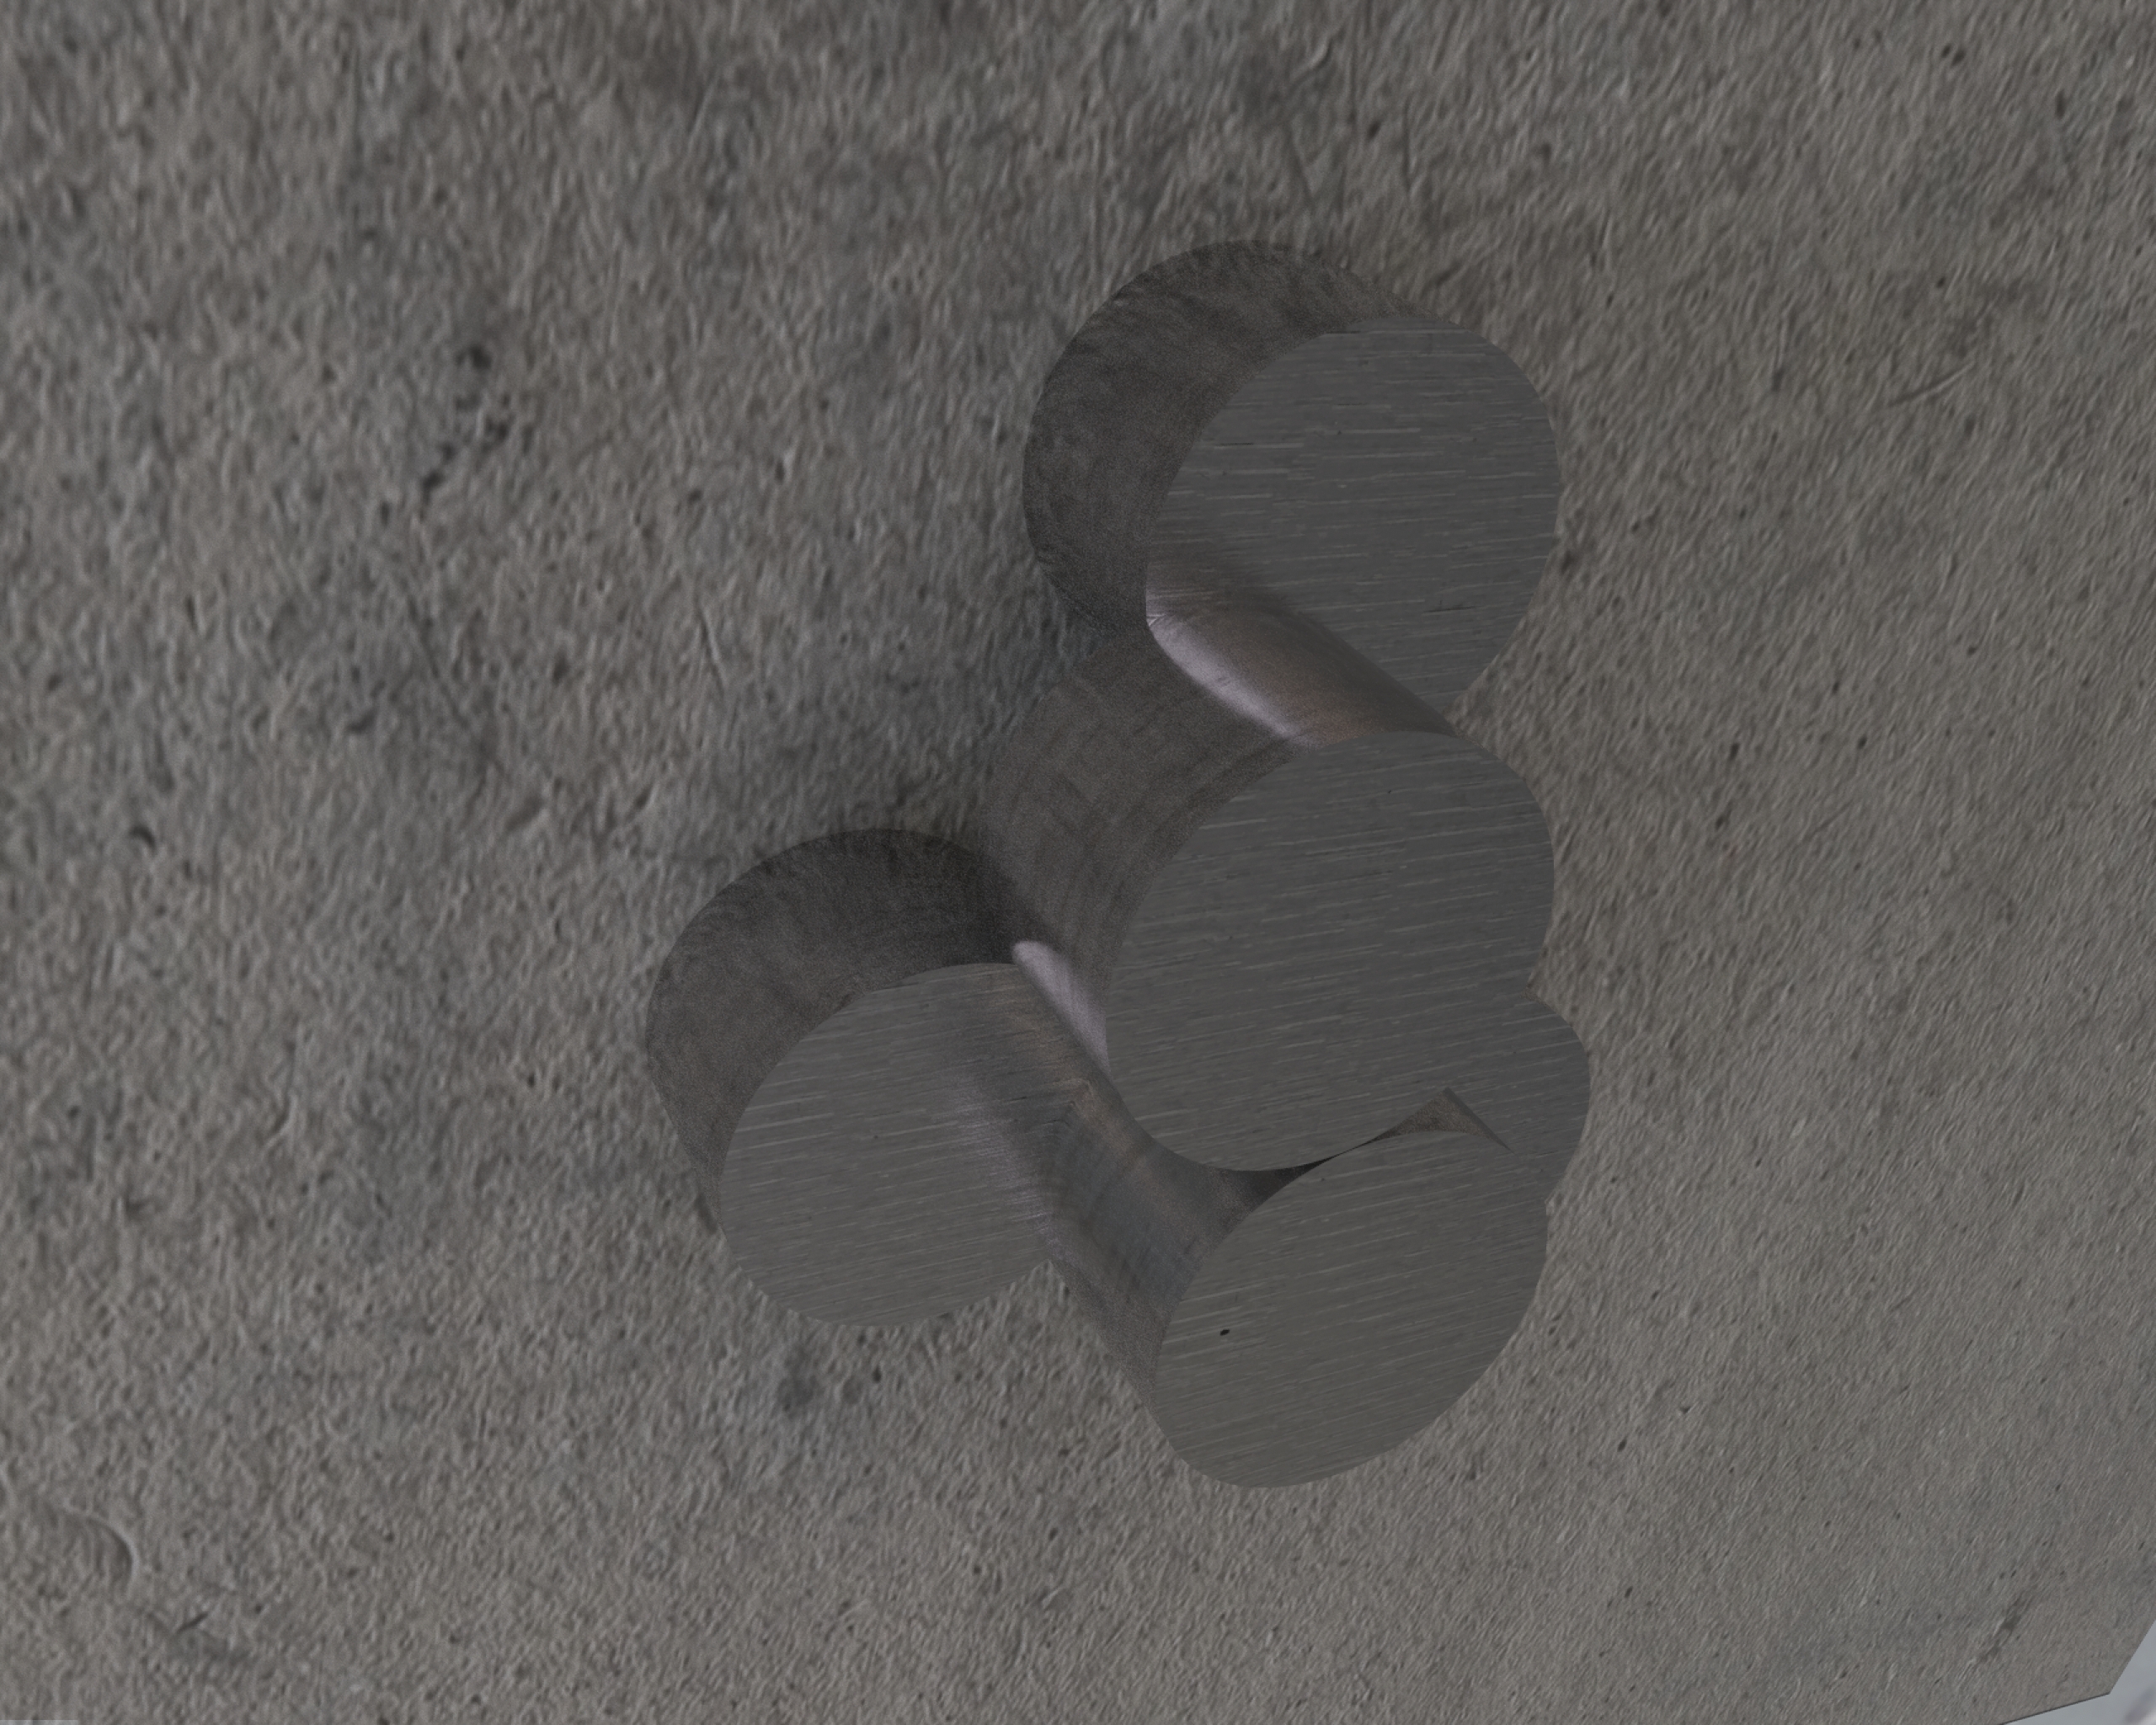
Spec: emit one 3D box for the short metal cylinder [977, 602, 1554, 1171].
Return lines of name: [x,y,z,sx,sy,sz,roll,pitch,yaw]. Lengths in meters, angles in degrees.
short metal cylinder: [0.030,0.004,0.344,0.081,0.050,0.079,-14,124,-21]

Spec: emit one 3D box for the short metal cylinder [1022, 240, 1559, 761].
short metal cylinder: [0.037,-0.064,0.371,0.081,0.050,0.079,-14,124,-21]

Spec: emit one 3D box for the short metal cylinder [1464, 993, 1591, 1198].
short metal cylinder: [0.063,0.050,0.456,0.081,0.050,0.079,-14,124,-21]

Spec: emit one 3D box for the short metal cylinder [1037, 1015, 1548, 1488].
short metal cylinder: [0.039,0.069,0.390,0.081,0.050,0.079,-14,124,-21]

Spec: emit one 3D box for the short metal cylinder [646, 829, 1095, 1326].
short metal cylinder: [-0.036,0.040,0.396,0.081,0.050,0.079,-14,124,-21]
